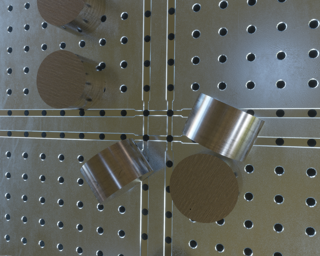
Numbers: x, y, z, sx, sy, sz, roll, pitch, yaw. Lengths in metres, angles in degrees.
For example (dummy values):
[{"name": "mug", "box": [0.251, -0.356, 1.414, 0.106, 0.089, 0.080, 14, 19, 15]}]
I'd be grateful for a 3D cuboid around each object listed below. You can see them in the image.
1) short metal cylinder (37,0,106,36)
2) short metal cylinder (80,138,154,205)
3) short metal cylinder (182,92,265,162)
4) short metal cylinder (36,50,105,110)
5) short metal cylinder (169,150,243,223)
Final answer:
[{"name": "short metal cylinder", "box": [-0.126, -0.179, 0.444, 0.080, 0.050, 0.080, 0, 90, 20]}, {"name": "short metal cylinder", "box": [-0.055, 0.056, 0.403, 0.080, 0.080, 0.050, -37, 78, 16]}, {"name": "short metal cylinder", "box": [0.072, -0.002, 0.358, 0.080, 0.080, 0.050, 27, 99, 18]}, {"name": "short metal cylinder", "box": [-0.127, -0.066, 0.444, 0.080, 0.050, 0.079, 0, 90, 20]}, {"name": "short metal cylinder", "box": [0.058, 0.069, 0.379, 0.080, 0.050, 0.079, 0, 90, 20]}]
